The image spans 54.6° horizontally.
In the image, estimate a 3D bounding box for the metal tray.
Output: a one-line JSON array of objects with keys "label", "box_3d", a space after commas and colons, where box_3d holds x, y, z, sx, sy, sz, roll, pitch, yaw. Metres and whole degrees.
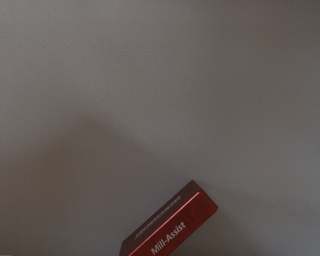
[{"label": "metal tray", "box_3d": [0.007, 0.124, 0.391, 0.130, 0.090, 0.030, -42, 91, -2]}]
